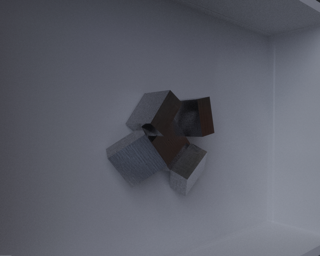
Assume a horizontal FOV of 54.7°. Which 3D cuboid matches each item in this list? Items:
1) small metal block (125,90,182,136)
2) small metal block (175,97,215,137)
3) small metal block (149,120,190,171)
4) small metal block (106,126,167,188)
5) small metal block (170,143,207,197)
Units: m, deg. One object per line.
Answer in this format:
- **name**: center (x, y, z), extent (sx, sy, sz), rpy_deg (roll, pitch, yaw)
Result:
- **small metal block**: center (-0.008, -0.018, 0.383), extent (0.025, 0.050, 0.050), rpy_deg (44, 63, -31)
- **small metal block**: center (0.044, -0.015, 0.427), extent (0.025, 0.050, 0.050), rpy_deg (-15, 100, -40)
- **small metal block**: center (0.007, 0.021, 0.412), extent (0.050, 0.025, 0.050), rpy_deg (-50, 120, -29)
- **small metal block**: center (-0.028, 0.035, 0.368), extent (0.050, 0.025, 0.050), rpy_deg (-33, 115, 0)
- **small metal block**: center (0.039, 0.057, 0.422), extent (0.050, 0.025, 0.050), rpy_deg (-49, 156, -29)
